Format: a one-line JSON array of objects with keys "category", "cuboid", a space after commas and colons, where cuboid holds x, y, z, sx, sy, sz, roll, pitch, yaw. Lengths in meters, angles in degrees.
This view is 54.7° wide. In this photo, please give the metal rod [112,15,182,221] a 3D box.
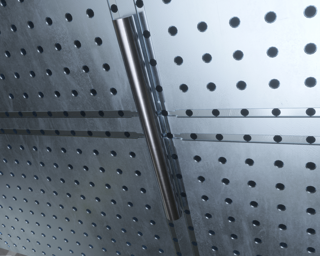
[{"category": "metal rod", "cuboid": [-0.010, 0.004, 0.417, 0.025, 0.025, 0.298, 0, 119, 28]}]
